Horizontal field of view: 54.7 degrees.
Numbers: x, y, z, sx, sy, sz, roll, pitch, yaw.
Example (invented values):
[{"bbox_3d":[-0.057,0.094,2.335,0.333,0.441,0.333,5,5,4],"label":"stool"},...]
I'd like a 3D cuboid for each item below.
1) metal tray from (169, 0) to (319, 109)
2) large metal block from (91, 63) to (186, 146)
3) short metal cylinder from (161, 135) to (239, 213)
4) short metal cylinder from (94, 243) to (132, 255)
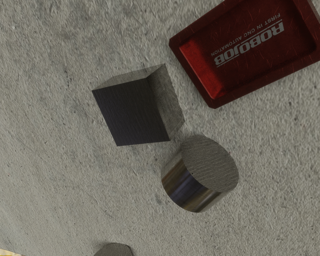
[{"bbox_3d":[0.084,-0.084,0.306,0.130,0.030,0.090,-26,105,37],"label":"metal tray"},{"bbox_3d":[-0.025,-0.027,0.387,0.080,0.050,0.080,-8,115,31],"label":"large metal block"},{"bbox_3d":[0.048,0.056,0.380,0.080,0.080,0.050,38,129,2],"label":"short metal cylinder"},{"bbox_3d":[-0.086,0.265,0.581,0.080,0.080,0.050,-1,118,28],"label":"short metal cylinder"}]
